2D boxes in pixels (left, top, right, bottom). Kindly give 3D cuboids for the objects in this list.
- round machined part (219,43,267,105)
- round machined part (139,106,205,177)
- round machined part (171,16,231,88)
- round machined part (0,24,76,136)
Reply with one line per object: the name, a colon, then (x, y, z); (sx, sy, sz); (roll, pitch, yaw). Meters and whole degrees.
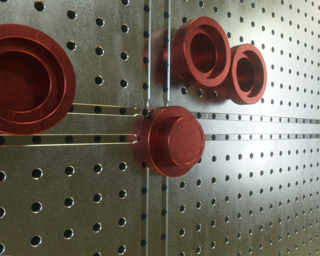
round machined part: (0.132, -0.086, 0.511); (0.099, 0.042, 0.097); (0, 90, -40)
round machined part: (0.023, 0.018, 0.420); (0.099, 0.042, 0.097); (0, 90, -40)
round machined part: (0.055, -0.106, 0.446); (0.099, 0.042, 0.097); (0, 90, -40)
round machined part: (-0.133, -0.042, 0.287); (0.099, 0.042, 0.097); (0, 90, -40)
